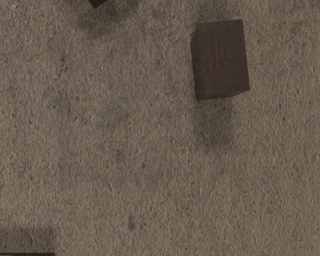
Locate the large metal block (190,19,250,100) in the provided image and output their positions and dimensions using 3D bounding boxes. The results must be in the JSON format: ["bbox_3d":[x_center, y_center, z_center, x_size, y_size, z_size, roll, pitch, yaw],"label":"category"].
[{"bbox_3d":[0.071,-0.079,0.383,0.050,0.080,0.079,-6,90,0],"label":"large metal block"}]

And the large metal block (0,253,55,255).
[{"bbox_3d":[-0.183,0.209,0.395,0.081,0.050,0.079,0,90,-1],"label":"large metal block"}]

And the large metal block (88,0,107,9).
[{"bbox_3d":[-0.080,-0.217,0.396,0.080,0.050,0.080,-36,90,0],"label":"large metal block"}]
